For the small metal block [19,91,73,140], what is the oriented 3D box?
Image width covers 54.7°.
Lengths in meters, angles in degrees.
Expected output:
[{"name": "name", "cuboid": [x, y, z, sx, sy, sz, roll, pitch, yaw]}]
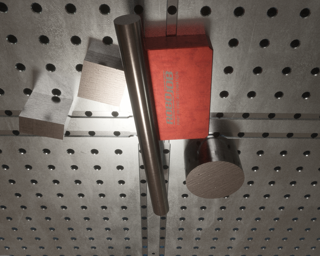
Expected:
[{"name": "small metal block", "cuboid": [-0.138, -0.016, 0.380, 0.050, 0.050, 0.025, 11, 129, -10]}]

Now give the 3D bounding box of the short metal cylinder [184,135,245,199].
[{"name": "short metal cylinder", "cuboid": [0.076, 0.057, 0.445, 0.081, 0.050, 0.079, 0, 130, 0]}]

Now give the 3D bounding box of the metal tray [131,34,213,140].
[{"name": "metal tray", "cuboid": [0.014, -0.043, 0.372, 0.091, 0.030, 0.129, -3, 130, 2]}]

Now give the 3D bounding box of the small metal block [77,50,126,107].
[{"name": "small metal block", "cuboid": [-0.065, -0.057, 0.362, 0.050, 0.025, 0.050, 14, 129, -11]}]

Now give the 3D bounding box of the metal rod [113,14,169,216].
[{"name": "metal rod", "cuboid": [-0.014, 0.012, 0.382, 0.025, 0.025, 0.298, -5, 130, 4]}]
